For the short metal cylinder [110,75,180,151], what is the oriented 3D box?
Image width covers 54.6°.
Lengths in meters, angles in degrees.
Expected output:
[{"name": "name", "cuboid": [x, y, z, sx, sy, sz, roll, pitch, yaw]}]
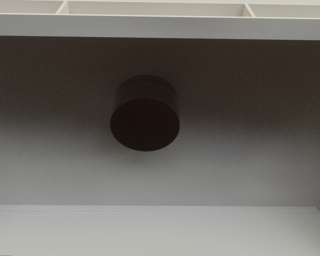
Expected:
[{"name": "short metal cylinder", "cuboid": [-0.017, -0.017, 0.378, 0.080, 0.050, 0.080, 0, 130, 0]}]
